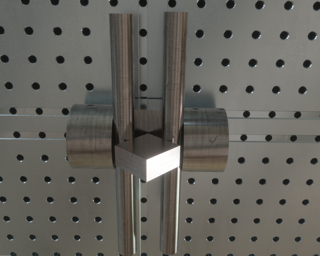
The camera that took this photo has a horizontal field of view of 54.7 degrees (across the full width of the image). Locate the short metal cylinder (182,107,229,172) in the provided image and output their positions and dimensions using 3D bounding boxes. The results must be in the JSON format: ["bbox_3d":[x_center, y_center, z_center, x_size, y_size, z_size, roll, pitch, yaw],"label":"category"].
[{"bbox_3d":[0.052,0.014,0.385,0.050,0.080,0.079,1,110,0],"label":"short metal cylinder"}]

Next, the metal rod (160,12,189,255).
[{"bbox_3d":[0.014,0.022,0.365,0.025,0.025,0.298,1,110,-1],"label":"metal rod"}]

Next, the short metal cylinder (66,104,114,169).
[{"bbox_3d":[-0.080,0.010,0.383,0.050,0.080,0.079,1,110,-1],"label":"short metal cylinder"}]

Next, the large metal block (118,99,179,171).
[{"bbox_3d":[-0.014,0.008,0.399,0.081,0.050,0.079,1,110,-1],"label":"large metal block"}]

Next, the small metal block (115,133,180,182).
[{"bbox_3d":[-0.014,0.030,0.340,0.050,0.050,0.025,19,117,40],"label":"small metal block"}]

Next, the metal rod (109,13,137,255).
[{"bbox_3d":[-0.041,0.024,0.365,0.025,0.025,0.298,1,110,-1],"label":"metal rod"}]
